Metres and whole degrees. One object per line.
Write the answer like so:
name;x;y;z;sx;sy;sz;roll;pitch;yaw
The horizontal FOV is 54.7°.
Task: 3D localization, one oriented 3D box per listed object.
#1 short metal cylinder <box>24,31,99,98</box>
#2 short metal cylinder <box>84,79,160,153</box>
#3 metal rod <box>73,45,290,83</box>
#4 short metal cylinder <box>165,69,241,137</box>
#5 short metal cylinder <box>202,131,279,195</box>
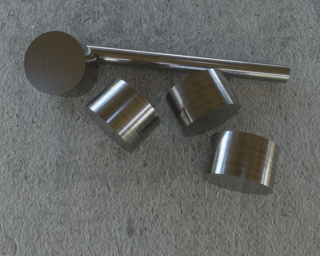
short metal cylinder;-0.128;-0.081;0.410;0.080;0.050;0.079;0;91;7
short metal cylinder;-0.046;-0.014;0.384;0.080;0.080;0.050;40;75;13
metal rod;0.028;-0.092;0.441;0.302;0.025;0.025;6;70;2
short metal cylinder;0.054;-0.030;0.390;0.080;0.080;0.050;-23;72;-8
short metal cylinder;0.094;0.043;0.364;0.080;0.080;0.050;14;71;5
